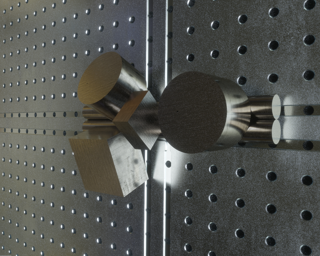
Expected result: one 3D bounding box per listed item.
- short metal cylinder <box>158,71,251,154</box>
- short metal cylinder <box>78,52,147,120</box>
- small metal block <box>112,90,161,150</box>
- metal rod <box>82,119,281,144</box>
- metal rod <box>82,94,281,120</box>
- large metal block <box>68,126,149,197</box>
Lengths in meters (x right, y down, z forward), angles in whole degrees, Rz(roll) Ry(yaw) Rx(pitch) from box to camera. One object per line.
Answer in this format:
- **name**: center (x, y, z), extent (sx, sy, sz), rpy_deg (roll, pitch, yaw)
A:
- **short metal cylinder**: center (0.045, -0.015, 0.319), extent (0.080, 0.050, 0.079), rpy_deg (0, 90, 40)
- **short metal cylinder**: center (-0.066, -0.056, 0.424), extent (0.080, 0.050, 0.080), rpy_deg (-19, 55, 30)
- **small metal block**: center (-0.022, -0.009, 0.370), extent (0.025, 0.050, 0.050), rpy_deg (1, 49, 40)
- **metal rod**: center (0.001, 0.002, 0.404), extent (0.300, 0.025, 0.025), rpy_deg (1, 91, 40)
- **metal rod**: center (0.001, -0.023, 0.404), extent (0.300, 0.025, 0.025), rpy_deg (1, 91, 40)
- **large metal block**: center (-0.071, 0.043, 0.429), extent (0.080, 0.050, 0.080), rpy_deg (-1, 110, 40)
